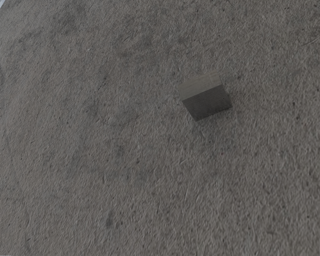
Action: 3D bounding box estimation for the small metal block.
[{"bbox_3d":[0.056,-0.039,0.383,0.050,0.050,0.025,-22,54,15],"label":"small metal block"}]
